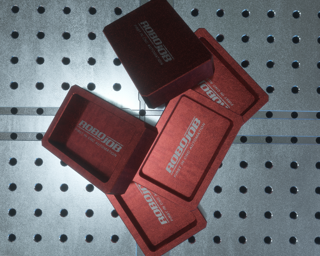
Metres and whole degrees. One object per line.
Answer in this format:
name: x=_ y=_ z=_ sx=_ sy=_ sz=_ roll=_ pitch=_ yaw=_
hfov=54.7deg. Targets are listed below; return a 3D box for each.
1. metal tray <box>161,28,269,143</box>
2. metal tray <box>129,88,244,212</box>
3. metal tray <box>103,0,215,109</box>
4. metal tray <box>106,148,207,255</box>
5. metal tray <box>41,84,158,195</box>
metal tray: x=0.066 y=-0.054 z=0.411 sx=0.090 sy=0.030 sz=0.130 roll=-43 pitch=91 yaw=0
metal tray: x=0.031 y=0.024 z=0.381 sx=0.090 sy=0.030 sz=0.130 roll=29 pitch=90 yaw=-1
metal tray: x=-0.005 y=-0.096 z=0.380 sx=0.090 sy=0.030 sz=0.130 roll=-30 pitch=60 yaw=-1
metal tray: x=-0.010 y=0.095 z=0.410 sx=0.090 sy=0.030 sz=0.130 roll=-33 pitch=90 yaw=-1
metal tray: x=-0.078 y=0.011 z=0.379 sx=0.130 sy=0.030 sz=0.090 roll=28 pitch=90 yaw=30
